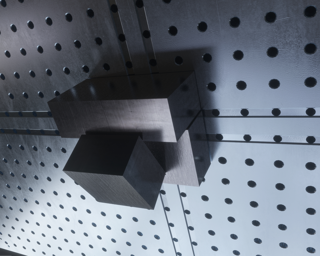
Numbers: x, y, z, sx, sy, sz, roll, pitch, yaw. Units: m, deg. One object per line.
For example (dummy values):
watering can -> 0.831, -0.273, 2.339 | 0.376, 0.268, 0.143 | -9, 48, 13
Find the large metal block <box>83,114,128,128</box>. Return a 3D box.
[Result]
large metal block -> -0.058, 0.023, 0.435 | 0.080, 0.050, 0.079 | 1, 119, 27

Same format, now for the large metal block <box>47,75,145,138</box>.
large metal block -> -0.079, -0.028, 0.397 | 0.080, 0.080, 0.050 | 1, 119, 27

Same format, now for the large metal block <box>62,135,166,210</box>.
large metal block -> -0.050, 0.052, 0.366 | 0.080, 0.050, 0.080 | 0, 142, 28

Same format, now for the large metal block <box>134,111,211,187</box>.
large metal block -> 0.014, 0.025, 0.398 | 0.080, 0.050, 0.079 | 1, 119, 27

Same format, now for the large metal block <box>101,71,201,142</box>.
large metal block -> -0.007, -0.027, 0.360 | 0.080, 0.080, 0.050 | 1, 119, 27
